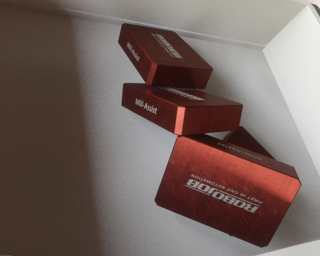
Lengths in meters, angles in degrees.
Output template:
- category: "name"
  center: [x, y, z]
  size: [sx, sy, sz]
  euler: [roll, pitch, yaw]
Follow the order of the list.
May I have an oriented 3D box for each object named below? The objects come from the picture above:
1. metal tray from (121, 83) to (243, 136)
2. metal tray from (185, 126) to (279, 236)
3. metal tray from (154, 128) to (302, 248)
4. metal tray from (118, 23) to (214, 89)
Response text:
- category: "metal tray"
  center: [0.022, -0.028, 0.375]
  size: [0.091, 0.030, 0.130]
  euler: [-4, 19, -33]
- category: "metal tray"
  center: [0.103, 0.066, 0.418]
  size: [0.090, 0.030, 0.131]
  euler: [46, 51, 4]
- category: "metal tray"
  center: [0.069, 0.064, 0.337]
  size: [0.131, 0.089, 0.030]
  euler: [21, 21, 6]
- category: "metal tray"
  center: [0.004, -0.103, 0.434]
  size: [0.091, 0.030, 0.130]
  euler: [0, 38, -28]
